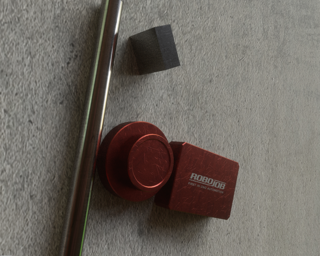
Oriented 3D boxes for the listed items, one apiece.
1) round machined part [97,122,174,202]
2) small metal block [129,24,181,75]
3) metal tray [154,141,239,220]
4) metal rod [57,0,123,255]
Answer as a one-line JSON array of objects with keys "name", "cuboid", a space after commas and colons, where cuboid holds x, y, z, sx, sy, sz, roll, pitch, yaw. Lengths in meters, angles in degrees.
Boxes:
[{"name": "round machined part", "cuboid": [-0.022, 0.041, 0.375, 0.099, 0.042, 0.097, 0, 90, -40]}, {"name": "small metal block", "cuboid": [-0.007, -0.095, 0.382, 0.025, 0.050, 0.050, -25, 106, -37]}, {"name": "metal tray", "cuboid": [0.059, 0.079, 0.451, 0.131, 0.030, 0.090, 22, 76, -38]}, {"name": "metal rod", "cuboid": [-0.076, 0.002, 0.340, 0.025, 0.025, 0.298, 14, 81, -39]}]
